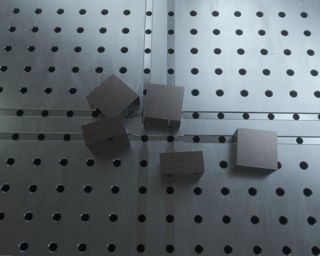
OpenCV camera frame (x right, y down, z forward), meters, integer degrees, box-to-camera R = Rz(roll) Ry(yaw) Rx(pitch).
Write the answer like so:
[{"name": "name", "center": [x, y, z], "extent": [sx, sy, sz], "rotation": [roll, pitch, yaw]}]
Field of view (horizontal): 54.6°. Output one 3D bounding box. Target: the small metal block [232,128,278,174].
[{"name": "small metal block", "center": [0.123, 0.029, 0.402], "extent": [0.050, 0.025, 0.050], "rotation": [6, 70, 2]}]

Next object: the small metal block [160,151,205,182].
[{"name": "small metal block", "center": [0.025, 0.048, 0.381], "extent": [0.050, 0.050, 0.025], "rotation": [-3, 70, -1]}]

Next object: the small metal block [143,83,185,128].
[{"name": "small metal block", "center": [0.005, -0.031, 0.423], "extent": [0.050, 0.025, 0.050], "rotation": [7, 70, 2]}]

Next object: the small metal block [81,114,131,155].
[{"name": "small metal block", "center": [-0.067, 0.010, 0.395], "extent": [0.050, 0.050, 0.025], "rotation": [-17, 71, -6]}]

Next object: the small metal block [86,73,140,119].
[{"name": "small metal block", "center": [-0.063, -0.038, 0.425], "extent": [0.050, 0.025, 0.050], "rotation": [42, 75, 13]}]
